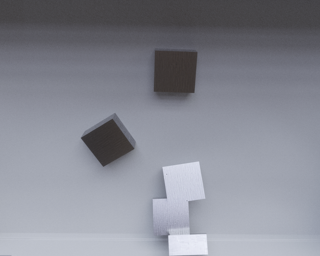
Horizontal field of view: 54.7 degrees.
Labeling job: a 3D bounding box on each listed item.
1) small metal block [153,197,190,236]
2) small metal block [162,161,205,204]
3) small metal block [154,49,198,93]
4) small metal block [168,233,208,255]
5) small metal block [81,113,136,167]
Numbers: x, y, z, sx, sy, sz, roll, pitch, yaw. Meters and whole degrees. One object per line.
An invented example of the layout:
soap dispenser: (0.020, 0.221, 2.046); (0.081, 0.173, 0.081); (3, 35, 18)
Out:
small metal block: (0.016, 0.126, 0.447); (0.050, 0.025, 0.050); (-2, 82, 0)
small metal block: (0.033, 0.075, 0.428); (0.050, 0.025, 0.050); (-9, 80, 3)
small metal block: (0.018, -0.072, 0.385); (0.050, 0.025, 0.050); (2, 110, -1)
small metal block: (0.040, 0.160, 0.427); (0.050, 0.050, 0.025); (-5, 72, 7)
small metal block: (-0.068, 0.016, 0.416); (0.050, 0.025, 0.050); (-30, 108, 10)
